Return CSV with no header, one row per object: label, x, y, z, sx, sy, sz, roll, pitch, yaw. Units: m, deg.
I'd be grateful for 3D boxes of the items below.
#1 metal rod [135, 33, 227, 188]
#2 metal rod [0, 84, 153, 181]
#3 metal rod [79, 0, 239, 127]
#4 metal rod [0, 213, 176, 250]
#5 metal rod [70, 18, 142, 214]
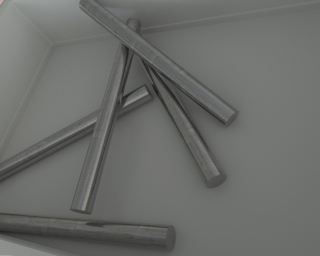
metal rod,0.009,-0.048,0.429,0.025,0.025,0.300,-32,52,7
metal rod,-0.147,0.015,0.471,0.301,0.025,0.025,-27,53,10
metal rod,-0.016,-0.103,0.428,0.025,0.025,0.300,-46,66,-4
metal rod,-0.124,0.125,0.391,0.301,0.025,0.025,-4,60,25
metal rod,-0.067,-0.034,0.426,0.025,0.025,0.299,-3,60,26
